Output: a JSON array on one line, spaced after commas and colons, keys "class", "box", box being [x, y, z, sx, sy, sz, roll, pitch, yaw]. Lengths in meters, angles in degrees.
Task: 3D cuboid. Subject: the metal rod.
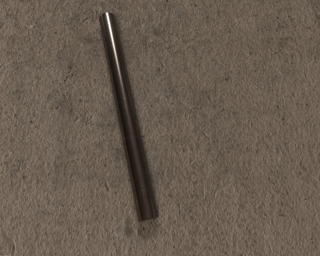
[{"class": "metal rod", "box": [-0.046, -0.028, 0.417, 0.025, 0.025, 0.299, -12, 71, -5]}]
